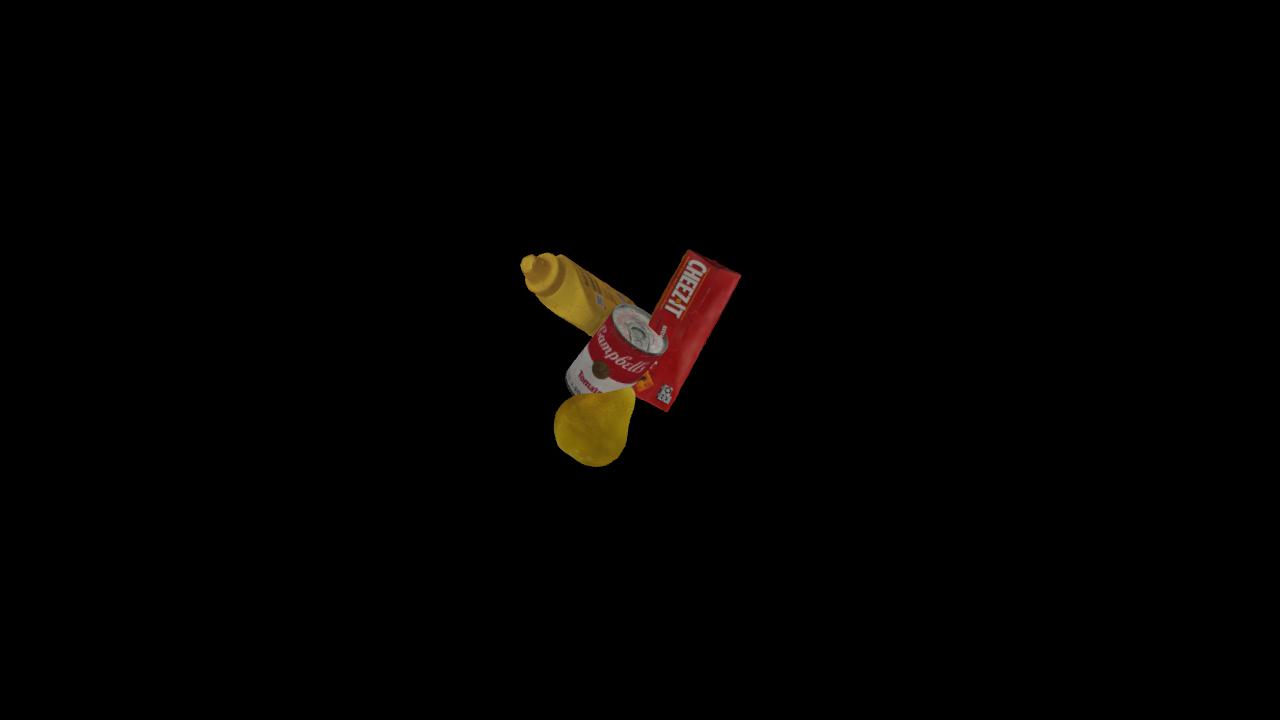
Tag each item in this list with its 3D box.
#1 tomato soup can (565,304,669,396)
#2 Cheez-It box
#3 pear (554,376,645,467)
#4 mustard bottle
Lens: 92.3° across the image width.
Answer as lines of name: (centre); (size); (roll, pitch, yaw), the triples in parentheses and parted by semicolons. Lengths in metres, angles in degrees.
tomato soup can: (-0.026, -0.001, 0.640); (0.068, 0.068, 0.101); (0, -39, -45)
Cheez-It box: (0.044, -0.037, 0.740); (0.071, 0.166, 0.223); (27, 6, 0)
pear: (-0.039, 0.053, 0.638); (0.080, 0.111, 0.080); (31, 2, -2)
mustard bottle: (-0.063, -0.067, 0.657); (0.054, 0.092, 0.184); (-34, -30, 17)
